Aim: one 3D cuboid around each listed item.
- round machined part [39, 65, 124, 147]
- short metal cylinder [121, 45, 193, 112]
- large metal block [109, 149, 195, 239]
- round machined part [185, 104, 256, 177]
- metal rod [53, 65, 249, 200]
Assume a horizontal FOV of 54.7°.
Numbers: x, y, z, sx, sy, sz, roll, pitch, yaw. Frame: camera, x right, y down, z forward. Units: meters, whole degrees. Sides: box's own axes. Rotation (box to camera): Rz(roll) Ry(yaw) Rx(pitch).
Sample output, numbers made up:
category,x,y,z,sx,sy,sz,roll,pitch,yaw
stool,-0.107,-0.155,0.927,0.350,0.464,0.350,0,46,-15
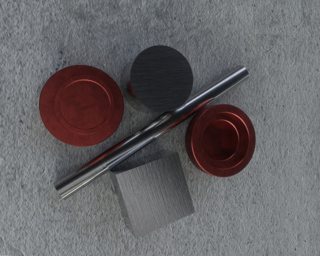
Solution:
category,x,y,z,sx,sy,sz,roll,pitch,yaw
round machined part,-0.091,-0.026,0.367,0.099,0.042,0.097,0,90,-20
short metal cylinder,-0.005,-0.059,0.394,0.081,0.050,0.079,0,90,-20
large metal block,-0.012,0.079,0.393,0.081,0.050,0.080,-18,96,-19
round machined part,0.079,0.017,0.430,0.099,0.042,0.097,0,90,-20
metal rod,0.001,-0.003,0.411,0.302,0.025,0.025,-33,101,-17
